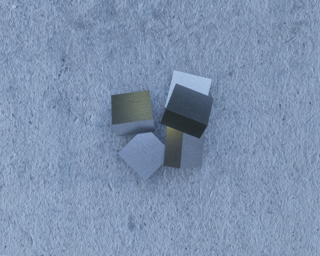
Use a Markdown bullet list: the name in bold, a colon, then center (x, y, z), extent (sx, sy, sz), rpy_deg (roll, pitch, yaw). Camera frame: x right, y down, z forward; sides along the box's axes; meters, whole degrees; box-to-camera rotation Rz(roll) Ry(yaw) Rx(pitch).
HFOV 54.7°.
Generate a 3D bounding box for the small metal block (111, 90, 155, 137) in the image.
- **small metal block**: center (-0.035, -0.019, 0.398), extent (0.050, 0.025, 0.050), rpy_deg (-8, 52, -1)

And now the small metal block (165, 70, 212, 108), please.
- **small metal block**: center (0.037, -0.045, 0.412), extent (0.050, 0.025, 0.050), rpy_deg (14, 90, -1)

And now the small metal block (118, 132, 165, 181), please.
- **small metal block**: center (-0.019, 0.033, 0.411), extent (0.050, 0.025, 0.050), rpy_deg (-45, 90, 0)

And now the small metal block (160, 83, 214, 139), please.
- **small metal block**: center (0.033, -0.021, 0.373), extent (0.050, 0.025, 0.050), rpy_deg (21, 47, -1)

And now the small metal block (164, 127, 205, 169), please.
- **small metal block**: center (0.032, 0.024, 0.397), extent (0.025, 0.050, 0.050), rpy_deg (4, 90, 38)

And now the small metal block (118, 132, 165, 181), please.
- **small metal block**: center (-0.019, 0.033, 0.411), extent (0.050, 0.025, 0.050), rpy_deg (-45, 91, 0)
